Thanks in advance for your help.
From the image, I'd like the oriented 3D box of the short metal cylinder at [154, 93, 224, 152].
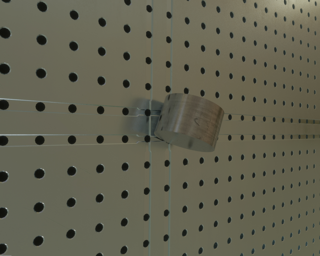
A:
[{"bbox_3d":[0.038,-0.005,0.404,0.080,0.080,0.050,28,73,-37],"label":"short metal cylinder"}]
